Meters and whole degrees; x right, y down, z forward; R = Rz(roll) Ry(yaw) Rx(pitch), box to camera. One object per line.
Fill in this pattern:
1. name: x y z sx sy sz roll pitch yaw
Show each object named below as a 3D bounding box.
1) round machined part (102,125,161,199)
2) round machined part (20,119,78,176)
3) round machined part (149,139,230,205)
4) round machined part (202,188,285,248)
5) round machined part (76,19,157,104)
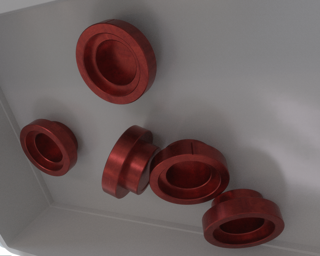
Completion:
1. round machined part: -0.031 0.049 0.408 0.042 0.098 0.097 23 127 15
2. round machined part: -0.175 0.028 0.507 0.098 0.042 0.097 13 124 21
3. round machined part: 0.036 0.052 0.395 0.099 0.042 0.097 0 131 0
4. round machined part: 0.103 0.113 0.396 0.099 0.042 0.097 -2 136 -1
5. round machined part: -0.048 -0.081 0.373 0.098 0.042 0.097 13 124 21
